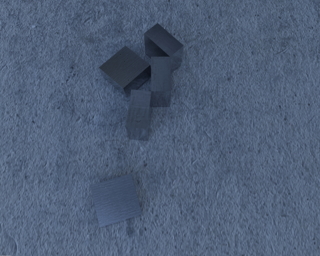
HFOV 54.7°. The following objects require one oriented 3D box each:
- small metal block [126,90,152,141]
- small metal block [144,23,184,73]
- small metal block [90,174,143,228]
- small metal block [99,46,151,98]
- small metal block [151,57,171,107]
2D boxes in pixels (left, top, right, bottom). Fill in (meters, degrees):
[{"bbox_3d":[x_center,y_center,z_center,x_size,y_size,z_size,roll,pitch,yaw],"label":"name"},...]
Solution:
[{"bbox_3d":[-0.026,-0.015,0.400,0.025,0.050,0.050,5,70,2],"label":"small metal block"},{"bbox_3d":[0.005,-0.109,0.435,0.025,0.050,0.050,-42,75,-14],"label":"small metal block"},{"bbox_3d":[-0.052,0.088,0.375,0.050,0.025,0.050,-16,71,-6],"label":"small metal block"},{"bbox_3d":[-0.048,-0.079,0.434,0.050,0.025,0.050,41,75,20],"label":"small metal block"},{"bbox_3d":[0.001,-0.061,0.417,0.025,0.050,0.050,-1,70,0],"label":"small metal block"}]
